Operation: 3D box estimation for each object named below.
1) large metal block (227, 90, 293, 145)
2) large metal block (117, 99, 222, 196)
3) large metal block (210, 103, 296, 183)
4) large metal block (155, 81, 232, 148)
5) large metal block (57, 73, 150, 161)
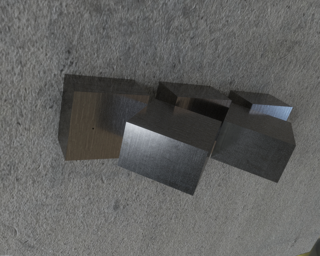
[{"bbox_3d":[0.137,-0.008,0.465,0.081,0.050,0.079,1,118,-30],"label":"large metal block"},{"bbox_3d":[0.013,0.015,0.326,0.080,0.080,0.050,-47,155,-62],"label":"large metal block"},{"bbox_3d":[0.115,0.014,0.385,0.080,0.080,0.050,20,114,11],"label":"large metal block"},{"bbox_3d":[0.035,-0.012,0.406,0.081,0.050,0.079,1,118,-29],"label":"large metal block"},{"bbox_3d":[-0.066,-0.012,0.350,0.081,0.050,0.079,0,118,-29],"label":"large metal block"}]
